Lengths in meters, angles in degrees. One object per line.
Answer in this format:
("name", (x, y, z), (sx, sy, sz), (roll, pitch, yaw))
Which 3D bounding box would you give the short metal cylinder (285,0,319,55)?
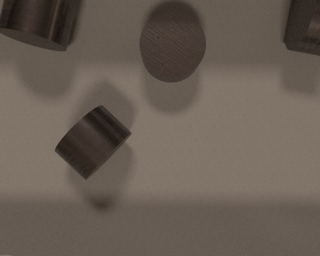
("short metal cylinder", (0.198, -0.133, 0.387), (0.050, 0.080, 0.080), (11, 90, 0))

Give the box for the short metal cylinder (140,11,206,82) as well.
("short metal cylinder", (0.015, -0.102, 0.399), (0.081, 0.050, 0.079), (0, 90, -1))

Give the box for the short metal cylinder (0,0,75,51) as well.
("short metal cylinder", (-0.151, -0.132, 0.382), (0.080, 0.080, 0.050), (13, 90, -1))

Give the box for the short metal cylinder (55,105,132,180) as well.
("short metal cylinder", (-0.081, 0.018, 0.383), (0.050, 0.080, 0.080), (44, 90, -1))
